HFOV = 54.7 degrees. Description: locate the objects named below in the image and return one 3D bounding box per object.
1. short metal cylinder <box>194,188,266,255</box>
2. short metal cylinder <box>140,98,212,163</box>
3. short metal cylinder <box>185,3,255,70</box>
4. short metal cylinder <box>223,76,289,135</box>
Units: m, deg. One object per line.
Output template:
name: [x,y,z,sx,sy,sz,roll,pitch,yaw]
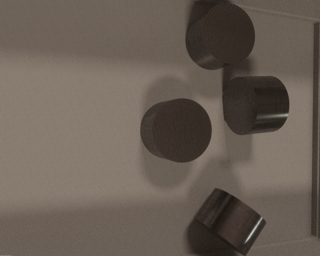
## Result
short metal cylinder: [0.094,0.126,0.418,0.080,0.080,0.050,41,77,-16]
short metal cylinder: [0.020,0.003,0.406,0.081,0.050,0.079,0,90,-21]
short metal cylinder: [0.082,-0.124,0.429,0.081,0.050,0.079,0,90,-21]
short metal cylinder: [0.131,-0.032,0.431,0.050,0.080,0.079,-5,92,-20]
